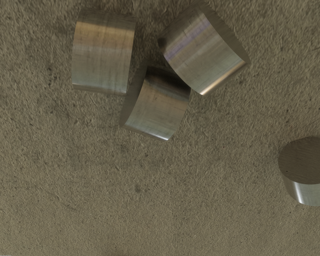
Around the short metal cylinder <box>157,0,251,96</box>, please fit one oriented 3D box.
[{"bbox_3d":[0.044,-0.079,0.304,0.080,0.080,0.050,37,121,-27],"label":"short metal cylinder"}]

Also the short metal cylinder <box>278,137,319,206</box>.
[{"bbox_3d":[0.208,0.058,0.423,0.080,0.080,0.050,-20,128,16],"label":"short metal cylinder"}]

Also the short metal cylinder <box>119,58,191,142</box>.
[{"bbox_3d":[-0.007,-0.030,0.345,0.050,0.080,0.079,20,127,-16],"label":"short metal cylinder"}]

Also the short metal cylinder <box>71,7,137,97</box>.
[{"bbox_3d":[-0.054,-0.074,0.307,0.050,0.080,0.079,8,130,-7],"label":"short metal cylinder"}]
